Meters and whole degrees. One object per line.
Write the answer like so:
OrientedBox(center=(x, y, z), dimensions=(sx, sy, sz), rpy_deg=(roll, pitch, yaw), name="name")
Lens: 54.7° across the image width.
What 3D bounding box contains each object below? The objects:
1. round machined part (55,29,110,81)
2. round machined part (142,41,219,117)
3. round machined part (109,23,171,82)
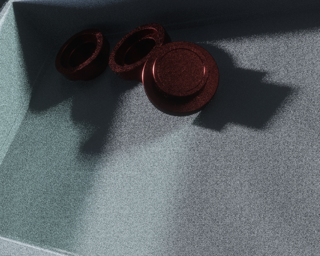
OrientedBox(center=(-0.128, -0.121, 0.536), dimensions=(0.098, 0.042, 0.098), rpy_deg=(-13, 56, 21), name="round machined part")
OrientedBox(center=(0.027, -0.066, 0.395), dimensions=(0.099, 0.042, 0.098), rpy_deg=(0, 79, 2), name="round machined part")
OrientedBox(center=(-0.025, -0.109, 0.469), dimensions=(0.098, 0.042, 0.098), rpy_deg=(-19, 48, 23), name="round machined part")
